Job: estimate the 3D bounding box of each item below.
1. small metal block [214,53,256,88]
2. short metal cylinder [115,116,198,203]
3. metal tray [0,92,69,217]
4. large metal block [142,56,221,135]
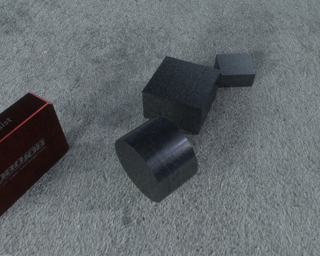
[{"bbox_3d":[0.114,-0.089,0.479,0.050,0.025,0.050,-2,50,-2],"label":"small metal block"},{"bbox_3d":[-0.005,0.034,0.339,0.050,0.080,0.080,-34,58,-25],"label":"short metal cylinder"},{"bbox_3d":[-0.162,0.035,0.330,0.030,0.090,0.131,27,55,20],"label":"metal tray"},{"bbox_3d":[0.030,-0.047,0.427,0.080,0.050,0.080,18,52,14],"label":"large metal block"}]
